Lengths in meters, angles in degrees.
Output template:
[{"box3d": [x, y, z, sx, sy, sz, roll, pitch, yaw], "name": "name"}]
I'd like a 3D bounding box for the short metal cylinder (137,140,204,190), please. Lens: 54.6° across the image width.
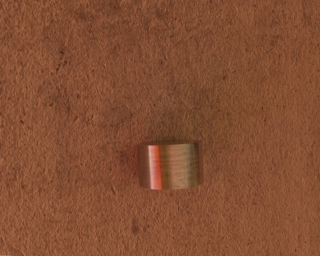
[{"box3d": [0.013, 0.043, 0.384, 0.081, 0.080, 0.050, -4, 92, -20], "name": "short metal cylinder"}]
